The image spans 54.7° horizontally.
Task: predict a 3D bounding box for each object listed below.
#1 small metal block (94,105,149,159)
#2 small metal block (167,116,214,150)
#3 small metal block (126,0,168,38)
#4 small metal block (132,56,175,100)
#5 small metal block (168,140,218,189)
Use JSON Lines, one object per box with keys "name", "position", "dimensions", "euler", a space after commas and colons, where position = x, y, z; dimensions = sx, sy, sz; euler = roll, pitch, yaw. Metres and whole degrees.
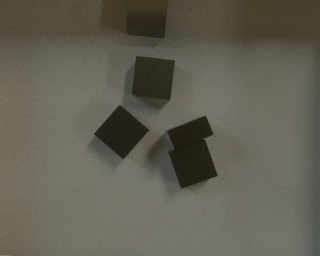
{"name": "small metal block", "position": [-0.050, 0.005, 0.411], "dimensions": [0.050, 0.025, 0.050], "euler": [41, 90, 0]}
{"name": "small metal block", "position": [0.037, 0.006, 0.399], "dimensions": [0.050, 0.050, 0.025], "euler": [-22, 90, 0]}
{"name": "small metal block", "position": [-0.016, -0.150, 0.411], "dimensions": [0.050, 0.025, 0.050], "euler": [5, 90, 0]}
{"name": "small metal block", "position": [-0.008, -0.065, 0.411], "dimensions": [0.050, 0.025, 0.050], "euler": [6, 90, 0]}
{"name": "small metal block", "position": [0.043, 0.047, 0.412], "dimensions": [0.050, 0.025, 0.050], "euler": [-19, 90, 0]}
